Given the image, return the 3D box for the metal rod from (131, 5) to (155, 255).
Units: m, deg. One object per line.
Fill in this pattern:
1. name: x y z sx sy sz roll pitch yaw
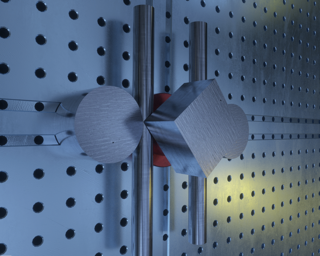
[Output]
1. metal rod: -0.020 0.008 0.365 0.025 0.025 0.298 1 90 -40

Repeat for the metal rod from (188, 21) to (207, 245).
1. metal rod: 0.052 0.007 0.425 0.025 0.025 0.298 0 90 -40

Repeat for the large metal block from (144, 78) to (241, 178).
1. large metal block: 0.041 -0.001 0.366 0.080 0.050 0.080 -46 118 -30

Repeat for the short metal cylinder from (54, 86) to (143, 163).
1. short metal cylinder: -0.066 -0.004 0.337 0.081 0.050 0.080 0 90 -40

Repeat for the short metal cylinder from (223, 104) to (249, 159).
1. short metal cylinder: 0.089 0.005 0.467 0.081 0.050 0.080 0 90 -40

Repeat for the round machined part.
1. round machined part: 0.007 0.003 0.405 0.099 0.042 0.097 0 90 -40
